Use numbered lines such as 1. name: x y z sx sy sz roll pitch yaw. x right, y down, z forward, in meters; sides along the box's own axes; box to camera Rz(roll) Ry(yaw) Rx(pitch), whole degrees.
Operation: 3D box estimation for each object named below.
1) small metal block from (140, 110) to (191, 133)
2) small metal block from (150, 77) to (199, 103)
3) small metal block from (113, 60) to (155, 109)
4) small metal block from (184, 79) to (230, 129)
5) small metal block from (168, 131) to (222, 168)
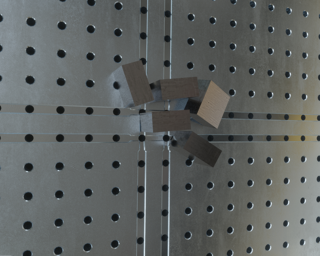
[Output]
1. small metal block: 0.006 -0.009 0.403 0.050 0.050 0.025 -5 92 -20
2. small metal block: 0.017 -0.049 0.406 0.050 0.050 0.025 -8 93 -20
3. small metal block: -0.034 -0.053 0.387 0.025 0.050 0.050 -20 97 -19
4. small metal block: 0.066 -0.033 0.429 0.050 0.025 0.050 31 79 -41
5. small metal block: 0.046 0.027 0.418 0.050 0.050 0.025 33 79 -18
